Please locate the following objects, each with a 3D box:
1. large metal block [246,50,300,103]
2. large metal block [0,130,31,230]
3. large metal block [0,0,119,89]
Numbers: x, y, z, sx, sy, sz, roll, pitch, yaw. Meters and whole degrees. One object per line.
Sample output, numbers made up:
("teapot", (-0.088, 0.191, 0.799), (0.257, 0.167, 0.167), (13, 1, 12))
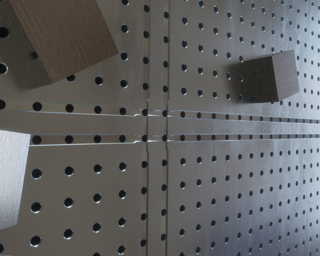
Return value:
("large metal block", (0.211, -0.095, 0.573), (0.081, 0.050, 0.079), (-22, 104, -38))
("large metal block", (-0.152, 0.039, 0.240), (0.080, 0.050, 0.080), (33, 63, -79))
("large metal block", (-0.101, -0.094, 0.309), (0.081, 0.050, 0.080), (-36, 113, -34))
